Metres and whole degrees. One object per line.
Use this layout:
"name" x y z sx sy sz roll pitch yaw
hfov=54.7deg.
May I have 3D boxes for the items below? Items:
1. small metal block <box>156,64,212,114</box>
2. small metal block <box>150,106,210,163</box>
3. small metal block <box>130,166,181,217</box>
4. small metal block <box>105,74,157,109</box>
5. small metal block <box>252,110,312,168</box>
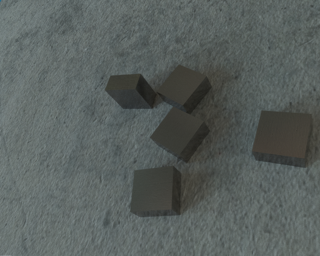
"small metal block" 0.033 -0.052 0.418 0.050 0.025 0.050 32 79 37
"small metal block" 0.025 0.008 0.385 0.050 0.025 0.050 29 77 37
"small metal block" -0.004 0.074 0.359 0.050 0.025 0.050 -10 58 22
"small metal block" -0.040 -0.051 0.439 0.050 0.050 0.025 2 63 29
"small metal block" 0.130 0.011 0.329 0.050 0.025 0.050 7 65 30
